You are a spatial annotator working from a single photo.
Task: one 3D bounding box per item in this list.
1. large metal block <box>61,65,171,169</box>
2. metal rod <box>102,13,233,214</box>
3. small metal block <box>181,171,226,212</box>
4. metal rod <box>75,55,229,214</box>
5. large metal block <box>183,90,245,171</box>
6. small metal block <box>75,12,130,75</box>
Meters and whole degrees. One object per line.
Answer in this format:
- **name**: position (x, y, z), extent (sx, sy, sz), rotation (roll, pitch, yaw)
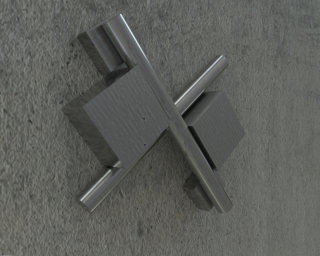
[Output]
- **large metal block**: position (-0.046, -0.013, 0.349), extent (0.080, 0.050, 0.080), rotation (-45, 117, -31)
- **metal rod**: position (0.021, 0.000, 0.390), extent (0.025, 0.025, 0.299), rotation (-47, 118, -30)
- **small metal block**: position (0.066, 0.087, 0.462), extent (0.050, 0.025, 0.050), rotation (-51, 120, -28)
- **metal rod**: position (0.007, -0.010, 0.412), extent (0.301, 0.025, 0.025), rotation (-46, 118, -30)
- **large metal block**: position (0.069, 0.003, 0.447), extent (0.080, 0.050, 0.080), rotation (-47, 118, -30)
- **small metal block**: position (-0.059, -0.097, 0.357), extent (0.050, 0.025, 0.050), rotation (-45, 117, -31)
